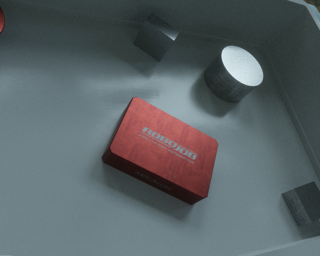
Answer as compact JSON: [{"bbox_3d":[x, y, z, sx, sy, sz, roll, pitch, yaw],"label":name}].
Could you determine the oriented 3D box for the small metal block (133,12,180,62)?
[{"bbox_3d":[-0.006,-0.137,0.472,0.050,0.050,0.025,34,51,-7],"label":"small metal block"}]

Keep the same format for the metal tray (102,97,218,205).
[{"bbox_3d":[0.005,0.028,0.389,0.131,0.030,0.090,28,52,-11],"label":"metal tray"}]

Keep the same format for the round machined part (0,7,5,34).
[{"bbox_3d":[-0.227,-0.123,0.334,0.098,0.042,0.098,32,43,-35],"label":"round machined part"}]

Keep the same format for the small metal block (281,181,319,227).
[{"bbox_3d":[0.216,0.111,0.457,0.050,0.025,0.050,-8,66,-32],"label":"small metal block"}]

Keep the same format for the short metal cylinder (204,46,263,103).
[{"bbox_3d":[0.121,-0.088,0.511,0.081,0.050,0.080,14,56,-21],"label":"short metal cylinder"}]
